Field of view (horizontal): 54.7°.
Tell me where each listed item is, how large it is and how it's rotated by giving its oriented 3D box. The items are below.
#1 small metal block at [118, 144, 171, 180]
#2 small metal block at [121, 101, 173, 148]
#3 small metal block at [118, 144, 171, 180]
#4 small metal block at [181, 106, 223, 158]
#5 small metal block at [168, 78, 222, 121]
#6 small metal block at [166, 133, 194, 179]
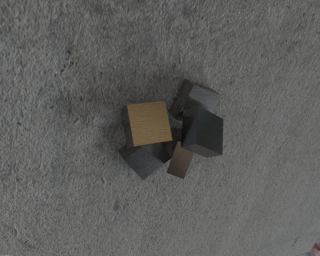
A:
[{"bbox_3d":[-0.020,0.035,0.421,0.050,0.025,0.050,-39,129,-3],"label":"small metal block"},{"bbox_3d":[-0.017,-0.004,0.382,0.050,0.025,0.050,-8,84,-25],"label":"small metal block"},{"bbox_3d":[-0.020,0.035,0.421,0.050,0.025,0.050,-38,130,-3],"label":"small metal block"},{"bbox_3d":[0.054,0.006,0.394,0.050,0.025,0.050,23,62,-37],"label":"small metal block"},{"bbox_3d":[0.046,-0.033,0.415,0.050,0.025,0.050,15,111,-35],"label":"small metal block"},{"bbox_3d":[0.033,0.035,0.430,0.025,0.050,0.050,20,112,4],"label":"small metal block"}]
